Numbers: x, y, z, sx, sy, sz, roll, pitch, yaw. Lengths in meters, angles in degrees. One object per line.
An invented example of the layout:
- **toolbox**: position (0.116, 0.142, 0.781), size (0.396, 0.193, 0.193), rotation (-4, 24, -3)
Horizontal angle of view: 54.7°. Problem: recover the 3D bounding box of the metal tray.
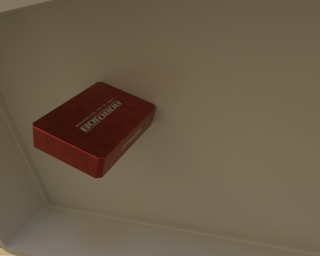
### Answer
- **metal tray**: position (-0.073, -0.005, 0.375), size (0.090, 0.131, 0.030), rotation (24, 127, 13)
